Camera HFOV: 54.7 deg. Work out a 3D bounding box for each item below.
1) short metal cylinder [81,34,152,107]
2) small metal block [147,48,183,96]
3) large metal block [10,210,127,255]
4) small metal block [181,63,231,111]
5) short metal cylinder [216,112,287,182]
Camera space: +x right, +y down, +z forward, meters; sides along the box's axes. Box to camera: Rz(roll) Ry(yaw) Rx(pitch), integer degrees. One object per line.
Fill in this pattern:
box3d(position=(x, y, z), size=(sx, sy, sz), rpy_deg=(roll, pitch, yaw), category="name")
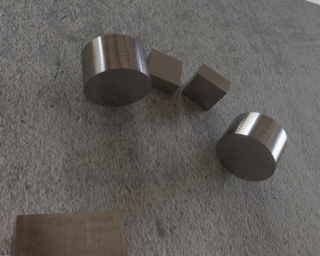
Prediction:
box3d(position=(-0.054, -0.068, 0.381), size=(0.081, 0.080, 0.050), rpy_deg=(3, 61, -27), category="short metal cylinder")
box3d(position=(0.004, -0.082, 0.456), size=(0.050, 0.025, 0.050), rpy_deg=(20, 54, -16), category="small metal block")
box3d(position=(-0.080, 0.106, 0.260), size=(0.081, 0.080, 0.050), rpy_deg=(5, 60, -26), category="large metal block")
box3d(position=(0.068, -0.060, 0.461), size=(0.050, 0.050, 0.025), rpy_deg=(34, 51, -6), category="small metal block")
box3d(position=(0.123, 0.026, 0.419), size=(0.080, 0.080, 0.050), rpy_deg=(43, 51, 1), category="short metal cylinder")
